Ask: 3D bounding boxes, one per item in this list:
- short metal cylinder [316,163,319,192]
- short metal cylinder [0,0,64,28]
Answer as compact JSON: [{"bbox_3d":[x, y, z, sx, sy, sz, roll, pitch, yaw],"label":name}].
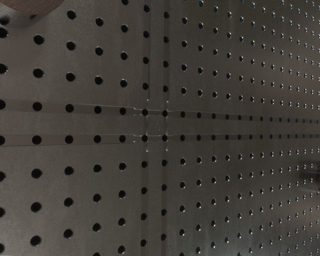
[{"bbox_3d":[0.423,0.122,0.753,0.081,0.050,0.079,0,90,-40],"label":"short metal cylinder"},{"bbox_3d":[-0.132,-0.138,0.283,0.081,0.050,0.079,0,91,-40],"label":"short metal cylinder"}]
